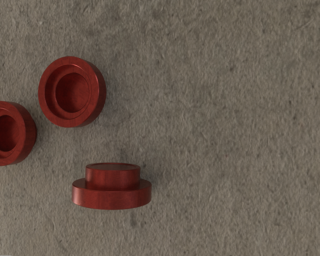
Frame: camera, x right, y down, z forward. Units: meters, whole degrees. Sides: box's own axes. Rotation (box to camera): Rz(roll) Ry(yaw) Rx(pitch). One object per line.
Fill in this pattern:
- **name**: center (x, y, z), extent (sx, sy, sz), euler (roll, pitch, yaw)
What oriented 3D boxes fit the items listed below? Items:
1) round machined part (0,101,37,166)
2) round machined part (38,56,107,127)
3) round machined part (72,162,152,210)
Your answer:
- **round machined part**: center (-0.232, 0.008, 0.480), extent (0.098, 0.042, 0.097), euler (0, 90, 19)
- **round machined part**: center (-0.119, -0.049, 0.441), extent (0.098, 0.042, 0.097), euler (0, 90, 19)
- **round machined part**: center (-0.060, 0.068, 0.390), extent (0.098, 0.098, 0.042), euler (3, 91, 19)
